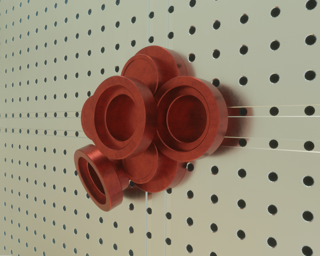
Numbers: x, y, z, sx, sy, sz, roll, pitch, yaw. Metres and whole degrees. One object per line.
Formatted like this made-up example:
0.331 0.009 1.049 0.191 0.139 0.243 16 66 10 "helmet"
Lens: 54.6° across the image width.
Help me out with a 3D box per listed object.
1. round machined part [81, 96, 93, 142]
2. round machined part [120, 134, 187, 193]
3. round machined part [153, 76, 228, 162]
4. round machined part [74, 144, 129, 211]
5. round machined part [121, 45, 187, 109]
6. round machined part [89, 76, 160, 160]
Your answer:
-0.082 -0.015 0.467 0.098 0.042 0.097 0 90 40 "round machined part"
-0.015 0.037 0.412 0.098 0.042 0.097 0 90 40 "round machined part"
0.037 -0.011 0.368 0.098 0.042 0.097 0 90 40 "round machined part"
-0.081 0.067 0.450 0.098 0.042 0.097 34 137 38 "round machined part"
-0.015 -0.061 0.412 0.098 0.042 0.097 0 90 40 "round machined part"
-0.040 -0.012 0.376 0.098 0.042 0.097 0 90 40 "round machined part"
